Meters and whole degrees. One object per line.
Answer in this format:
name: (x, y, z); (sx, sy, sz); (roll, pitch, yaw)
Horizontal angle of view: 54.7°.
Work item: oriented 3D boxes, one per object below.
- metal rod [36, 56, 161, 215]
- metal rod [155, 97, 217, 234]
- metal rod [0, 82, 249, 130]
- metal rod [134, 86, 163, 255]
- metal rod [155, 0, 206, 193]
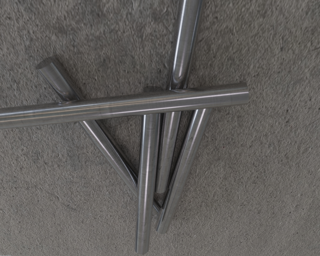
metal rod: (-0.068, 0.032, 0.433); (0.025, 0.025, 0.299); (-18, 128, 15)
metal rod: (0.031, 0.069, 0.465); (0.025, 0.025, 0.298); (8, 130, -7)
metal rod: (-0.055, -0.024, 0.352); (0.302, 0.025, 0.025); (-6, 130, 4)
metal rod: (-0.020, 0.080, 0.449); (0.025, 0.025, 0.298); (3, 123, -3)
metal rod: (0.016, -0.020, 0.389); (0.025, 0.025, 0.298); (5, 130, -4)
